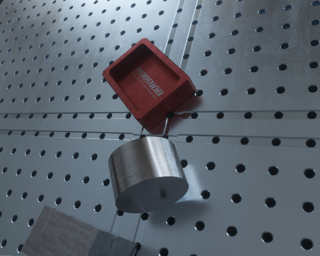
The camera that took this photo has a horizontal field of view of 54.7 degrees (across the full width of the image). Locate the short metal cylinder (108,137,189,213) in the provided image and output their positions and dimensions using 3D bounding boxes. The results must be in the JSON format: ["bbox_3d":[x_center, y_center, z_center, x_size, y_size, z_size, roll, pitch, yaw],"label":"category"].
[{"bbox_3d":[-0.014,0.054,0.346,0.080,0.080,0.050,-27,53,11],"label":"short metal cylinder"}]

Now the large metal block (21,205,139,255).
[{"bbox_3d":[-0.083,0.129,0.336,0.080,0.080,0.050,11,67,32],"label":"large metal block"}]

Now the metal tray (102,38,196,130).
[{"bbox_3d":[-0.020,-0.069,0.456,0.090,0.030,0.130,-40,51,0],"label":"metal tray"}]
